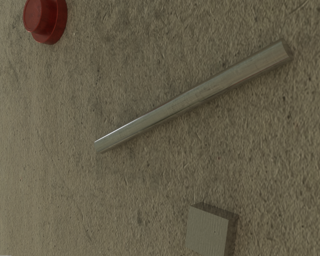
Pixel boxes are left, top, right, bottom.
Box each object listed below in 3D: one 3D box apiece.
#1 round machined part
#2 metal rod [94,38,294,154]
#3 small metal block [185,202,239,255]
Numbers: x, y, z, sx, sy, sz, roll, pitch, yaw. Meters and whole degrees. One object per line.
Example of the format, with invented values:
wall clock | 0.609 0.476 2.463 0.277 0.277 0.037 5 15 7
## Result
round machined part | -0.218 -0.207 0.574 0.098 0.042 0.097 0 90 40
metal rod | 0.016 -0.024 0.391 0.299 0.025 0.025 -26 74 37
small metal block | 0.059 0.119 0.356 0.050 0.025 0.050 11 97 39
